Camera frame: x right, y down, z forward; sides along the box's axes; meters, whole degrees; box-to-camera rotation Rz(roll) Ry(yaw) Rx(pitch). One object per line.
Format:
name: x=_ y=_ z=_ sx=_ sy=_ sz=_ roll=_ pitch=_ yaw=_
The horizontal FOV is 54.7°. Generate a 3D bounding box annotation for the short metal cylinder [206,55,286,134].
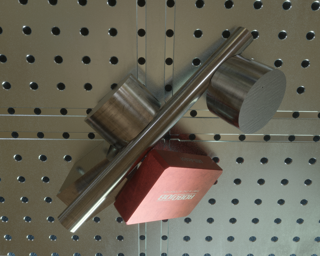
short metal cylinder: x=0.102 y=-0.040 z=0.366 sx=0.081 sy=0.050 sz=0.079 roll=-24 pitch=132 yaw=-29

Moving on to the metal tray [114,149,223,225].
metal tray: x=0.016 y=0.076 z=0.396 sx=0.131 sy=0.030 sz=0.090 roll=13 pitch=117 yaw=-50

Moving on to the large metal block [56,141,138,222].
large metal block: x=-0.077 y=0.061 z=0.405 sx=0.080 sy=0.080 sz=0.050 roll=-38 pitch=106 yaw=12

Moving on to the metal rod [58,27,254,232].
metal rod: x=0.001 y=-0.004 z=0.355 sx=0.025 sy=0.025 sz=0.300 roll=45 pitch=82 yaw=-15

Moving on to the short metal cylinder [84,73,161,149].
short metal cylinder: x=-0.045 y=-0.020 z=0.376 sx=0.080 sy=0.080 sz=0.050 roll=-41 pitch=105 yaw=13
